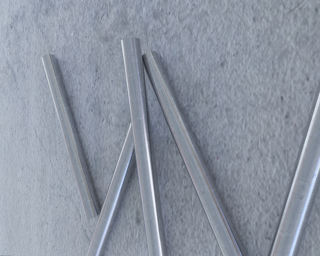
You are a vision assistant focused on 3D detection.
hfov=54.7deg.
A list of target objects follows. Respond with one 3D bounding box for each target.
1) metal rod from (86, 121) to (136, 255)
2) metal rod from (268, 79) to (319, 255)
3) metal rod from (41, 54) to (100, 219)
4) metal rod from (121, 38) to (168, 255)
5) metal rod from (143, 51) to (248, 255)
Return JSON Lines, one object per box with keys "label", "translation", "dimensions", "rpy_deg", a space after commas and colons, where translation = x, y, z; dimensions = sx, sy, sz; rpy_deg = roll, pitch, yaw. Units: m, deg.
{"label": "metal rod", "translation": [-0.076, 0.125, 0.464], "dimensions": [0.025, 0.025, 0.298], "rpy_deg": [31, 109, 35]}
{"label": "metal rod", "translation": [0.144, 0.013, 0.285], "dimensions": [0.025, 0.025, 0.298], "rpy_deg": [20, 102, 38]}
{"label": "metal rod", "translation": [-0.155, 0.005, 0.529], "dimensions": [0.025, 0.025, 0.299], "rpy_deg": [-32, 70, 35]}
{"label": "metal rod", "translation": [-0.019, 0.035, 0.401], "dimensions": [0.025, 0.025, 0.298], "rpy_deg": [-7, 91, 39]}
{"label": "metal rod", "translation": [0.040, 0.037, 0.370], "dimensions": [0.025, 0.025, 0.299], "rpy_deg": [-35, 69, 34]}
